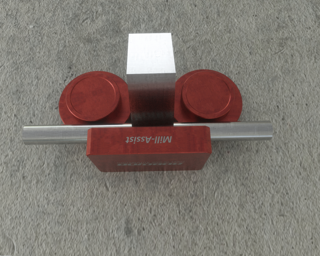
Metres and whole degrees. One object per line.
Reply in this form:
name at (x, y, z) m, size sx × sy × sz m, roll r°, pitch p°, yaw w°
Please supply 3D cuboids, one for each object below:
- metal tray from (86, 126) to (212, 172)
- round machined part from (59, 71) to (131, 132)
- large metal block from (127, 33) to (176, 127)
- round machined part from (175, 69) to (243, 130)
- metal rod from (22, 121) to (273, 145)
metal tray at (-0.012, 0.027, 0.364) m, size 0.131 × 0.090 × 0.030 m, roll -1°, pitch 70°, yaw -1°
round machined part at (-0.085, -0.034, 0.410) m, size 0.099 × 0.042 × 0.098 m, roll 0°, pitch 70°, yaw -1°
large metal block at (-0.010, -0.057, 0.373) m, size 0.050 × 0.080 × 0.080 m, roll -2°, pitch 47°, yaw -2°
round machined part at (0.061, -0.037, 0.414) m, size 0.099 × 0.042 × 0.098 m, roll 0°, pitch 70°, yaw -1°
metal rod at (-0.014, 0.006, 0.385) m, size 0.302 × 0.025 × 0.025 m, roll -1°, pitch 70°, yaw -1°
